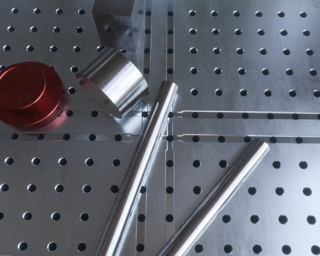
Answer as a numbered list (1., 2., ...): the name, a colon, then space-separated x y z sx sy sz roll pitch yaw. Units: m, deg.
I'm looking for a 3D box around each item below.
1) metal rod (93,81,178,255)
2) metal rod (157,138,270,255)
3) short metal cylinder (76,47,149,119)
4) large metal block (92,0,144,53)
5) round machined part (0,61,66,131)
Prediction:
1. metal rod: -0.036 0.073 0.384 0.025 0.025 0.300 18 71 6
2. metal rod: 0.032 0.127 0.365 0.025 0.025 0.301 40 75 13
3. short metal cylinder: -0.062 -0.058 0.403 0.080 0.080 0.050 39 75 13
4. large metal block: -0.056 -0.167 0.443 0.050 0.080 0.080 8 70 3
5. round machined part: -0.182 -0.049 0.419 0.099 0.042 0.098 0 70 0
